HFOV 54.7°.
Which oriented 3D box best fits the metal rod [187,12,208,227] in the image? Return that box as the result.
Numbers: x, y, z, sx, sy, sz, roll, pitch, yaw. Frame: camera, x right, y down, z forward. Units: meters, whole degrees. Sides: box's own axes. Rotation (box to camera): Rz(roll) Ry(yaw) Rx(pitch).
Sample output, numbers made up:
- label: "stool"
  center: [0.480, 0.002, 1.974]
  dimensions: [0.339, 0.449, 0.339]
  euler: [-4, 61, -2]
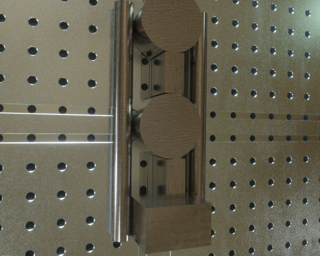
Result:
- label: "metal rod"
  center: [0.052, -0.009, 0.430]
  dimensions: [0.025, 0.025, 0.298]
  euler: [1, 90, -20]

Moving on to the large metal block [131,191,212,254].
- label: "large metal block"
  center: [0.009, 0.112, 0.387]
  dimensions: [0.081, 0.080, 0.050]
  euler: [1, 90, -20]

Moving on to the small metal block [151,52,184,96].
- label: "small metal block"
  center: [0.009, -0.067, 0.401]
  dimensions: [0.025, 0.050, 0.050]
  euler: [1, 90, -20]

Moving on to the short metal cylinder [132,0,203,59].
- label: "short metal cylinder"
  center: [0.008, -0.132, 0.401]
  dimensions: [0.081, 0.050, 0.080]
  euler: [0, 90, -20]

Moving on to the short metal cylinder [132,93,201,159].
- label: "short metal cylinder"
  center: [0.006, -0.003, 0.401]
  dimensions: [0.081, 0.050, 0.080]
  euler: [0, 90, -20]

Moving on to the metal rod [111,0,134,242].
- label: "metal rod"
  center: [-0.048, -0.009, 0.394]
  dimensions: [0.025, 0.025, 0.298]
  euler: [1, 90, -20]

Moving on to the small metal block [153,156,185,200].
- label: "small metal block"
  center: [0.011, 0.063, 0.402]
  dimensions: [0.025, 0.050, 0.050]
  euler: [0, 90, -20]
